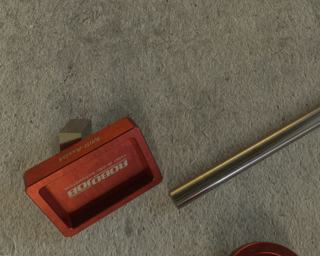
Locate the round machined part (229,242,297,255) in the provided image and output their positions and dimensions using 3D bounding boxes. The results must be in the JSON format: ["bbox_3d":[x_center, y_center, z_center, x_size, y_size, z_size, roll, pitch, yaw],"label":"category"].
[{"bbox_3d":[0.112,0.175,0.336,0.099,0.042,0.098,0,70,-1],"label":"round machined part"}]

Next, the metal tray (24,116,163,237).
[{"bbox_3d":[-0.070,0.056,0.352,0.131,0.090,0.030,-30,35,-11],"label":"metal tray"}]

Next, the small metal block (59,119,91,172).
[{"bbox_3d":[-0.100,0.020,0.375,0.025,0.050,0.050,1,110,0],"label":"small metal block"}]

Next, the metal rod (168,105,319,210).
[{"bbox_3d":[0.148,0.019,0.402,0.302,0.025,0.025,-28,73,-10],"label":"metal rod"}]
